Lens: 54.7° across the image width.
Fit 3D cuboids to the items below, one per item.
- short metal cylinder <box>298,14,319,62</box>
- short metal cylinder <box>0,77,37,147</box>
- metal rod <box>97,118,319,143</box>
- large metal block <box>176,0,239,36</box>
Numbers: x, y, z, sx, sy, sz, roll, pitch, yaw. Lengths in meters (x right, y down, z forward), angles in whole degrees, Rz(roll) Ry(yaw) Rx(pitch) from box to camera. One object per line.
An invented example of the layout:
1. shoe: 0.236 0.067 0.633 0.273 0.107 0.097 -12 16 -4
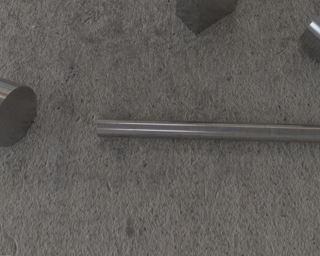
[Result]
1. short metal cylinder: 0.243 -0.133 0.430 0.080 0.080 0.050 -36 74 -12
2. short metal cylinder: -0.200 -0.022 0.385 0.050 0.080 0.080 19 71 7
3. metal rod: 0.071 0.004 0.407 0.302 0.025 0.025 2 70 0
4. large metal block: 0.072 -0.196 0.451 0.080 0.080 0.050 -35 74 -12
